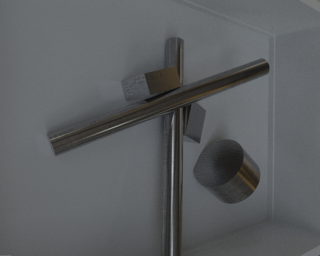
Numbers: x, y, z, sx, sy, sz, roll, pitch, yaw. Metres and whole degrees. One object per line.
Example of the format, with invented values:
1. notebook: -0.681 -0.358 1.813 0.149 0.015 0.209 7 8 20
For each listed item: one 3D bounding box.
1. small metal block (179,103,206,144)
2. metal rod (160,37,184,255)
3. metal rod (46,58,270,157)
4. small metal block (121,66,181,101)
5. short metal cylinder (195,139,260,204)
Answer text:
1. small metal block: 0.039 -0.009 0.432 0.050 0.025 0.050 28 71 -57
2. metal rod: 0.017 0.026 0.390 0.025 0.025 0.299 14 72 -40
3. metal rod: 0.017 -0.034 0.377 0.302 0.025 0.025 -22 105 -24
4. small metal block: -0.011 -0.054 0.382 0.050 0.050 0.025 -21 99 -38
5. short metal cylinder: 0.099 0.064 0.456 0.050 0.080 0.080 44 64 -32
